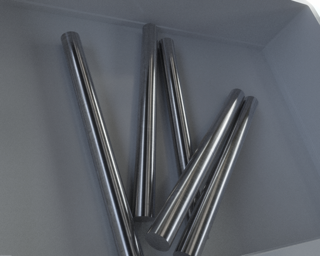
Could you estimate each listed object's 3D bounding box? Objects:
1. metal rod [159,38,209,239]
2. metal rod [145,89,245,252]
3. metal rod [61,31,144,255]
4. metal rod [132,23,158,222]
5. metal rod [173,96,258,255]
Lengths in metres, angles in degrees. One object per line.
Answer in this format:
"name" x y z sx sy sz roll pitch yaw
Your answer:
"metal rod" 0.026 -0.004 0.421 0.025 0.025 0.299 7 59 -25
"metal rod" 0.062 0.026 0.395 0.025 0.025 0.301 40 43 -1
"metal rod" -0.072 0.011 0.360 0.025 0.025 0.299 -7 65 -31
"metal rod" -0.017 -0.029 0.413 0.025 0.025 0.299 14 56 -21
"metal rod" 0.087 0.042 0.405 0.025 0.025 0.301 39 44 -2
